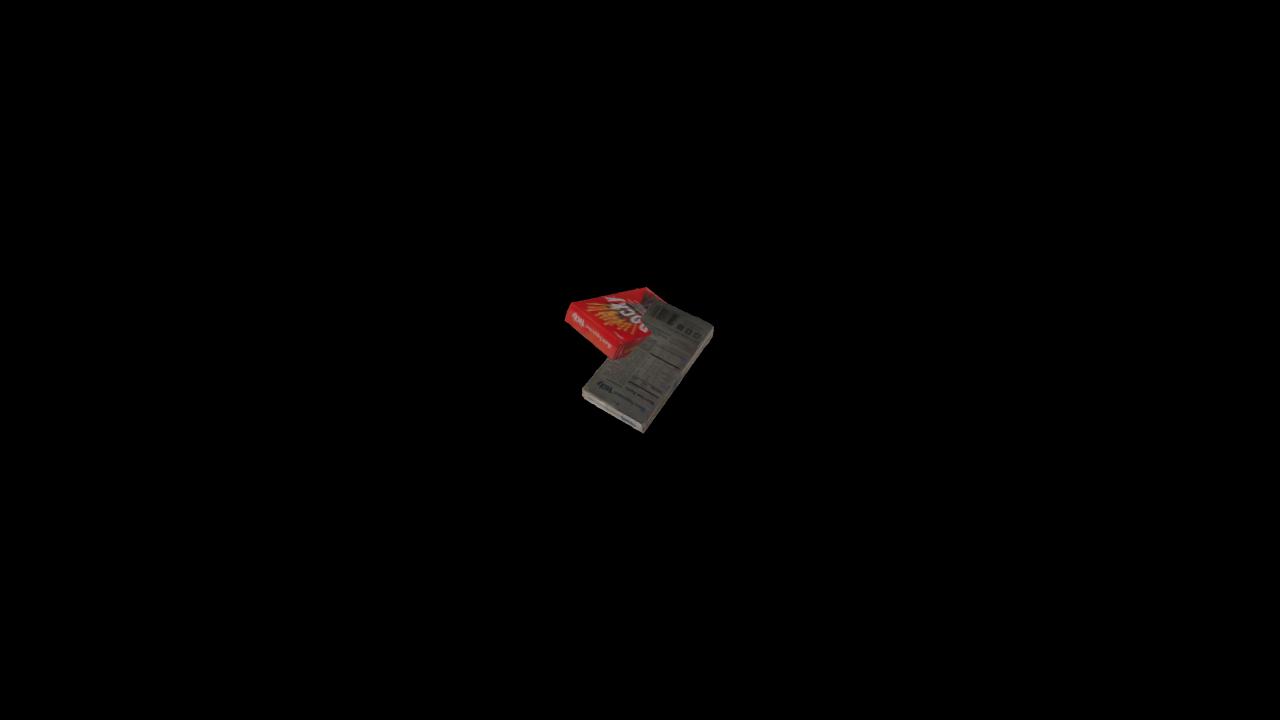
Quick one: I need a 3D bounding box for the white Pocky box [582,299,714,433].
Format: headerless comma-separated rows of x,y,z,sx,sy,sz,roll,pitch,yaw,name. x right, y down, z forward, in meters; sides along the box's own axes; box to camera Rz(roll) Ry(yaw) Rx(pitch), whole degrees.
0.012,0.002,0.704,0.084,0.154,0.028,28,-28,19,white Pocky box

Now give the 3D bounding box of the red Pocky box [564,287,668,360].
-0.010,-0.048,0.742,0.083,0.028,0.155,40,32,20,red Pocky box
